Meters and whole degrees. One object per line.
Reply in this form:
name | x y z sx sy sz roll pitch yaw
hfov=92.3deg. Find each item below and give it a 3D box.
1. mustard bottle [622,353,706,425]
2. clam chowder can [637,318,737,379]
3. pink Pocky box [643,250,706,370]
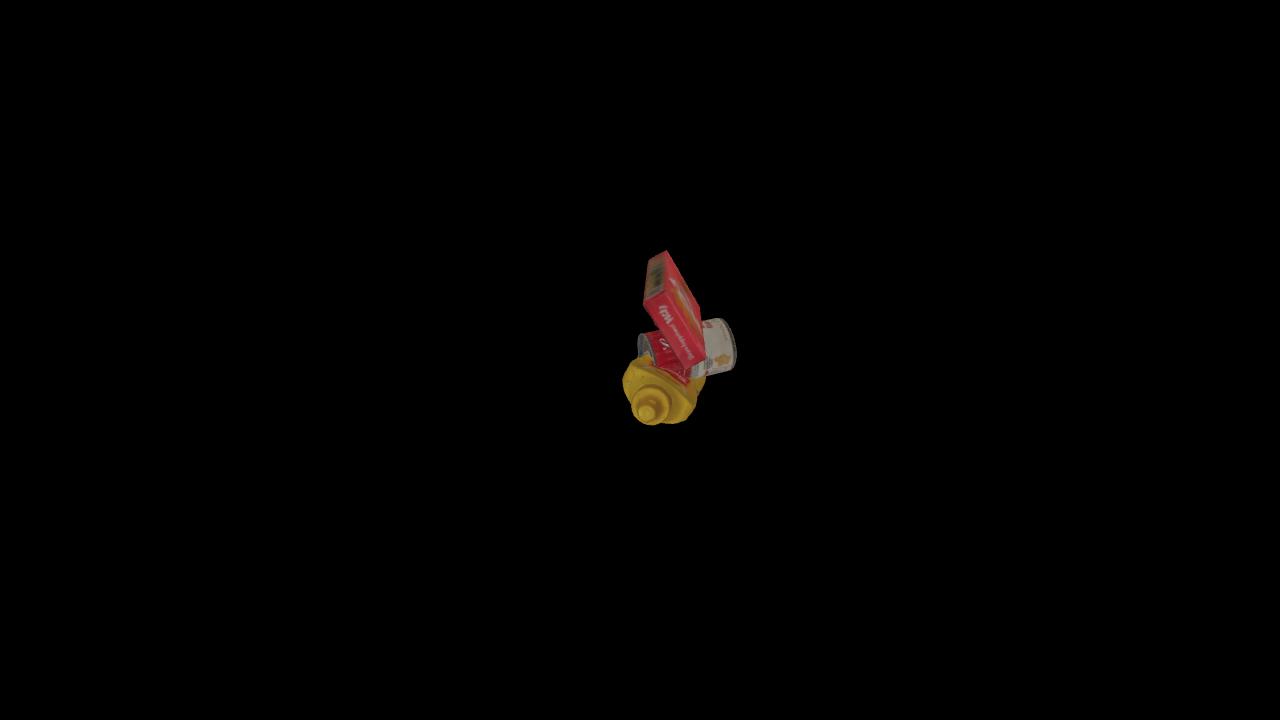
mustard bottle | 0.025 0.031 0.708 0.092 0.054 0.184 39 20 0
clam chowder can | 0.055 -0.009 0.732 0.102 0.068 0.068 -12 3 -13
pink Pocky box | 0.038 -0.059 0.666 0.029 0.084 0.155 -28 20 15
